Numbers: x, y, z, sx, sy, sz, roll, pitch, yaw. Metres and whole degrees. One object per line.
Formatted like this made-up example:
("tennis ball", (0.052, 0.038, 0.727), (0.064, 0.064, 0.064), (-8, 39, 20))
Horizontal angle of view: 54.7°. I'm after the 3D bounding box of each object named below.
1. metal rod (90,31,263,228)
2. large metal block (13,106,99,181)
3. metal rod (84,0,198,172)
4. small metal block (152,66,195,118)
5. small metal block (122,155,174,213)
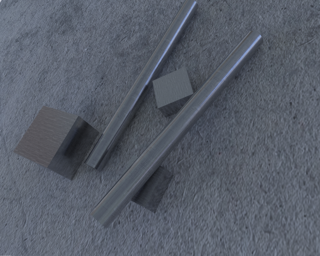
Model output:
("metal rod", (0.030, -0.010, 0.370), (0.025, 0.025, 0.301), (29, 70, 37))
("large metal block", (-0.150, 0.020, 0.452), (0.080, 0.050, 0.080), (15, 69, 33))
("metal rod", (-0.020, -0.073, 0.457), (0.025, 0.025, 0.300), (18, 71, 35))
("small metal block", (0.021, -0.049, 0.422), (0.050, 0.025, 0.050), (-22, 54, 15))
("small metal block", (-0.020, 0.066, 0.372), (0.050, 0.025, 0.050), (18, 71, 34))
